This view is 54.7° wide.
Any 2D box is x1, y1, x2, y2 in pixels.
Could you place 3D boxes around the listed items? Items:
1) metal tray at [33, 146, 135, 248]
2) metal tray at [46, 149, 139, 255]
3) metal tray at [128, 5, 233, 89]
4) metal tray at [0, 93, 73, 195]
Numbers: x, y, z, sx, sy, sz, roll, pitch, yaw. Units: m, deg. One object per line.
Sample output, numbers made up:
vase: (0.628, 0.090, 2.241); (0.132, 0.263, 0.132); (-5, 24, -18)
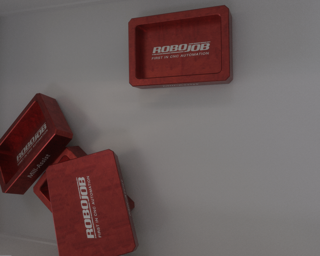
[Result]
metal tray: (-0.112, 0.100, 0.447); (0.130, 0.030, 0.090); (42, 103, 15)
metal tray: (-0.087, 0.101, 0.395); (0.091, 0.030, 0.130); (-16, 71, -2)
metal tray: (0.025, -0.100, 0.398); (0.130, 0.030, 0.089); (-1, 90, 20)
metal tray: (-0.193, 0.024, 0.459); (0.130, 0.030, 0.090); (-46, 55, 14)
